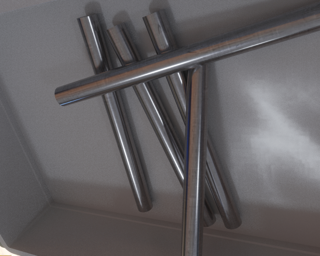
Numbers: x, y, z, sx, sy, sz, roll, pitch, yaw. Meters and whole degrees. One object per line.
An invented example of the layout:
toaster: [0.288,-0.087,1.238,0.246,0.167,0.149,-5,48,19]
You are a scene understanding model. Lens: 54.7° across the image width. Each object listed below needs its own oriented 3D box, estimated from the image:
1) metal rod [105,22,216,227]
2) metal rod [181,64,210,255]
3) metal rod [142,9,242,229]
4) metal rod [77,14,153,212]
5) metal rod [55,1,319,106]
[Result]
metal rod: [0.009,0.009,0.409,0.025,0.025,0.299,-13,112,34]
metal rod: [0.039,0.075,0.357,0.025,0.025,0.298,4,96,26]
metal rod: [0.048,0.005,0.386,0.025,0.025,0.299,-10,114,32]
metal rod: [-0.056,-0.003,0.435,0.025,0.025,0.298,1,119,28]
metal rod: [0.013,-0.070,0.327,0.300,0.025,0.025,-13,112,23]
